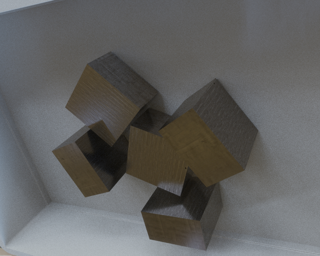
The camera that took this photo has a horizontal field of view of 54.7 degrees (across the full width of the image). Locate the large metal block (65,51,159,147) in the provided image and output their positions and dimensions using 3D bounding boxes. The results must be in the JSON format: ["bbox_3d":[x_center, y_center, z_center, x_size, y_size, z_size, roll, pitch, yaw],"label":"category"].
[{"bbox_3d":[-0.063,-0.036,0.399,0.080,0.050,0.080,41,129,0],"label":"large metal block"}]

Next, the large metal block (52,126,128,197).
[{"bbox_3d":[-0.089,0.038,0.440,0.050,0.080,0.080,-20,108,35],"label":"large metal block"}]

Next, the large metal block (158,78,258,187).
[{"bbox_3d":[0.057,0.003,0.342,0.080,0.080,0.050,49,128,-7],"label":"large metal block"}]

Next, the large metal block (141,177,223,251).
[{"bbox_3d":[0.033,0.111,0.422,0.080,0.080,0.050,1,119,27],"label":"large metal block"}]

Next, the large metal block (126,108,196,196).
[{"bbox_3d":[0.006,0.031,0.405,0.080,0.050,0.079,20,126,15],"label":"large metal block"}]
